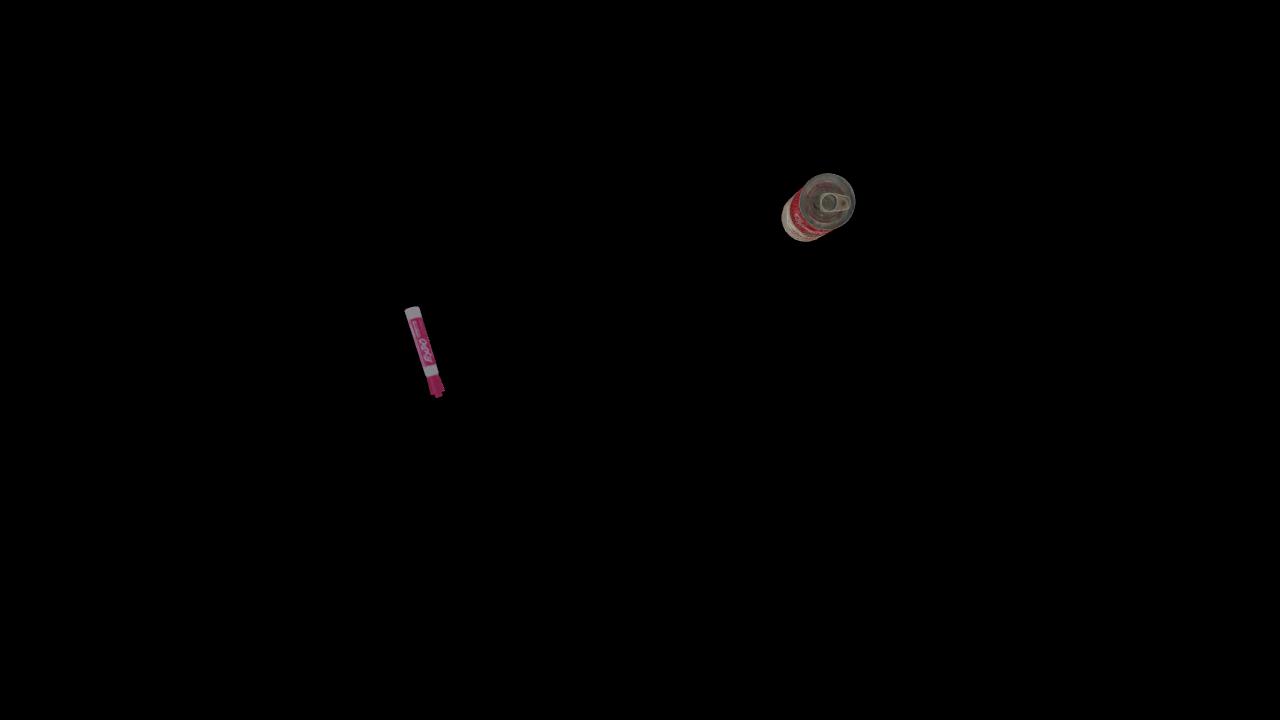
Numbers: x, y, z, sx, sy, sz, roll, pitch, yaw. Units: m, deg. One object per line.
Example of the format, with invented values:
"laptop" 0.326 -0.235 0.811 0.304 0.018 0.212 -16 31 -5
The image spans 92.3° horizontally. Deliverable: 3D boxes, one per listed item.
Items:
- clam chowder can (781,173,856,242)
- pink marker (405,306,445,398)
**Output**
"clam chowder can" 0.223 -0.190 0.781 0.068 0.068 0.102 0 3 0
"pink marker" -0.277 -0.010 0.796 0.020 0.121 0.020 -18 -2 -1
